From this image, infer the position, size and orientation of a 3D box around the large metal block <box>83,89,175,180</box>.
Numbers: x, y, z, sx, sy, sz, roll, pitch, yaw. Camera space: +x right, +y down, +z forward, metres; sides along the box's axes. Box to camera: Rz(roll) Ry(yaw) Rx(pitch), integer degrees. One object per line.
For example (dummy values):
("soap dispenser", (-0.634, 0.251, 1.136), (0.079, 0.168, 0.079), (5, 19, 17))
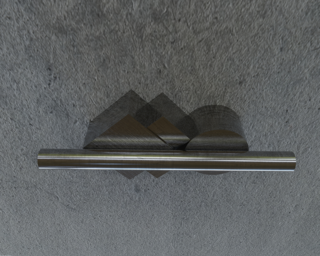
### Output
("large metal block", (-0.038, 0.011, 0.399), (0.080, 0.050, 0.080), (-35, 122, 25))

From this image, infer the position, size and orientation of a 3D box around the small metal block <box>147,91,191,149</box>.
("small metal block", (0.011, -0.009, 0.385), (0.025, 0.050, 0.050), (-35, 122, 26))

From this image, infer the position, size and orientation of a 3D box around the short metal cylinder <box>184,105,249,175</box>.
("short metal cylinder", (0.070, 0.016, 0.406), (0.081, 0.050, 0.079), (0, 130, 0))

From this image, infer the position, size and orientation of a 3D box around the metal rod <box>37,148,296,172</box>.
("metal rod", (0.009, 0.039, 0.374), (0.302, 0.025, 0.025), (1, 130, -1))

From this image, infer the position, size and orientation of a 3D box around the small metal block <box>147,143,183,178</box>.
("small metal block", (0.006, 0.032, 0.421), (0.050, 0.050, 0.025), (-35, 122, 25))
